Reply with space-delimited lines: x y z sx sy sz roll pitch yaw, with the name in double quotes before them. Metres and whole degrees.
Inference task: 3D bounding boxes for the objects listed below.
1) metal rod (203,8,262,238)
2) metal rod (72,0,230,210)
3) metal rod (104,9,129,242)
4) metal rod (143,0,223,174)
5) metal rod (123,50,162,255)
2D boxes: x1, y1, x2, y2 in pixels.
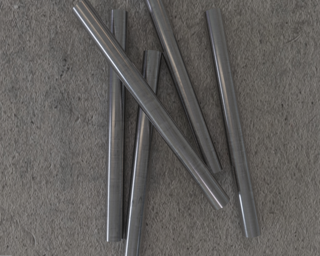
"metal rod" 0.095 -0.007 0.410 0.025 0.025 0.298 -10 90 0
"metal rod" -0.009 -0.025 0.384 0.025 0.025 0.299 -36 94 0
"metal rod" -0.057 -0.003 0.409 0.025 0.025 0.298 1 90 0
"metal rod" 0.022 -0.083 0.409 0.025 0.025 0.299 -19 90 0
"metal rod" -0.025 0.049 0.409 0.025 0.025 0.298 6 90 0
